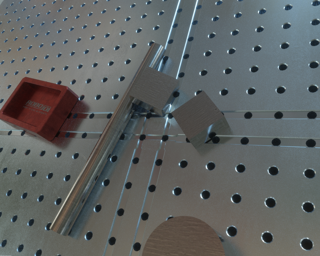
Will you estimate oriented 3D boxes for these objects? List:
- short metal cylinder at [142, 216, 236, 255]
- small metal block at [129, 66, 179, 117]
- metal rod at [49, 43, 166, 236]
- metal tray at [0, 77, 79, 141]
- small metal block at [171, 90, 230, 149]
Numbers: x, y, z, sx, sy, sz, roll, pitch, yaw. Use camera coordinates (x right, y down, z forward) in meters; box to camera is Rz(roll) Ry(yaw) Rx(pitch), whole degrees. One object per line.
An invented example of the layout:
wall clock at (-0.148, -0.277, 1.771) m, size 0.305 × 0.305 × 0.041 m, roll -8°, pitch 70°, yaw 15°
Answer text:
short metal cylinder at (0.029, 0.130, 0.296) m, size 0.080 × 0.050 × 0.080 m, roll -13°, pitch 56°, yaw 20°
small metal block at (-0.007, -0.051, 0.430) m, size 0.050 × 0.025 × 0.050 m, roll 26°, pitch 74°, yaw 12°
metal rod at (-0.065, 0.004, 0.438) m, size 0.025 × 0.025 × 0.300 m, roll 14°, pitch 69°, yaw 33°
metal tray at (-0.213, -0.036, 0.536) m, size 0.130 × 0.030 × 0.090 m, roll 16°, pitch 69°, yaw 34°
small metal block at (0.050, -0.011, 0.388) m, size 0.050 × 0.025 × 0.050 m, roll -34°, pitch 52°, yaw 5°
